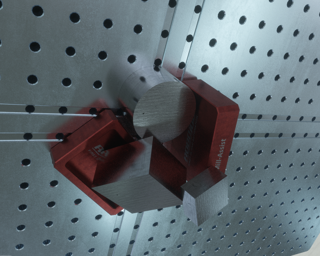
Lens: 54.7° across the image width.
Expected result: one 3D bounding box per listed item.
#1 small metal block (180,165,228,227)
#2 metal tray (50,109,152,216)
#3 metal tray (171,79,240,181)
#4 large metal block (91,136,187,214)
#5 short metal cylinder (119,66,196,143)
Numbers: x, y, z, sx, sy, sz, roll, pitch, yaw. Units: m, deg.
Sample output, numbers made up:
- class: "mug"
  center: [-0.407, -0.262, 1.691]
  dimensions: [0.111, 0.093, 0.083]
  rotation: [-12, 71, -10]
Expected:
- class: "small metal block"
  center: [0.054, 0.081, 0.371]
  dimensions: [0.050, 0.025, 0.050]
  rotation: [-29, 130, -25]
- class: "metal tray"
  center: [-0.064, 0.049, 0.403]
  dimensions: [0.090, 0.030, 0.130]
  rotation: [-37, 130, -4]
- class: "metal tray"
  center: [0.053, 0.012, 0.407]
  dimensions: [0.030, 0.090, 0.129]
  rotation: [-9, 123, -24]
- class: "large metal block"
  center: [-0.022, 0.061, 0.382]
  dimensions: [0.080, 0.050, 0.080]
  rotation: [-18, 136, 27]
- class: "short metal cylinder"
  center: [-0.004, -0.029, 0.377]
  dimensions: [0.081, 0.050, 0.079]
  rotation: [-14, 125, -21]
